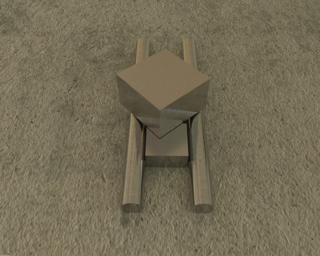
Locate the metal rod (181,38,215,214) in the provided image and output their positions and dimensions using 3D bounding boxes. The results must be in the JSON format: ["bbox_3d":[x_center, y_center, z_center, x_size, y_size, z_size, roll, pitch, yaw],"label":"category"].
[{"bbox_3d":[0.047,-0.028,0.429,0.025,0.025,0.300,1,50,0],"label":"metal rod"}]

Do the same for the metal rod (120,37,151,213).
[{"bbox_3d":[-0.029,-0.028,0.429,0.025,0.025,0.300,1,50,0],"label":"metal rod"}]

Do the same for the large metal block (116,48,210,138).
[{"bbox_3d":[0.004,-0.047,0.393,0.080,0.050,0.080,-34,58,-25],"label":"large metal block"}]

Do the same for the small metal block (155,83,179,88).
[{"bbox_3d":[0.009,-0.068,0.460,0.050,0.025,0.050,1,50,0],"label":"small metal block"}]

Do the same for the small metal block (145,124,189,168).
[{"bbox_3d":[0.008,0.021,0.386,0.050,0.025,0.050,1,50,0],"label":"small metal block"}]
